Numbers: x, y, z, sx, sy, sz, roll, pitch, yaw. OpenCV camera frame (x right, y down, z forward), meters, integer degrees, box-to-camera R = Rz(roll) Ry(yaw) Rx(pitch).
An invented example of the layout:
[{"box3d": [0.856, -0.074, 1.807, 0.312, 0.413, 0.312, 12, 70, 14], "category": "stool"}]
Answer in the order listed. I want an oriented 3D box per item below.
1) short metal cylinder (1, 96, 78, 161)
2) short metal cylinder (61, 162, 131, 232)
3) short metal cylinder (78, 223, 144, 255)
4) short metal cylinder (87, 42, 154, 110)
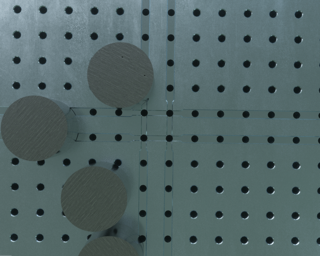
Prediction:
[{"box3d": [-0.152, 0.000, 0.400, 0.081, 0.050, 0.079, 0, 90, 0], "category": "short metal cylinder"}, {"box3d": [-0.080, 0.086, 0.400, 0.081, 0.050, 0.079, 0, 90, 0], "category": "short metal cylinder"}, {"box3d": [-0.062, 0.171, 0.400, 0.081, 0.050, 0.079, 0, 90, 0], "category": "short metal cylinder"}, {"box3d": [-0.048, -0.064, 0.400, 0.081, 0.050, 0.079, 0, 90, 0], "category": "short metal cylinder"}]
